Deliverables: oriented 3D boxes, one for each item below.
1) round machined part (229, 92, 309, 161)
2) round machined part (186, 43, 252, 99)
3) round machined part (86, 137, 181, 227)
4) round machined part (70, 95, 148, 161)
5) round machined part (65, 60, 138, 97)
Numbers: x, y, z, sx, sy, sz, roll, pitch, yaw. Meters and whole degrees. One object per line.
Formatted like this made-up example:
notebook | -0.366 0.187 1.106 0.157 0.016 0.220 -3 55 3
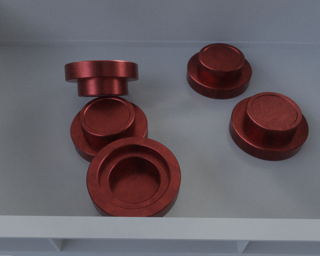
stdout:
round machined part | 0.143 -0.009 0.403 0.099 0.042 0.098 0 50 0
round machined part | 0.091 -0.093 0.472 0.099 0.042 0.098 0 50 0
round machined part | -0.028 0.061 0.340 0.099 0.042 0.098 1 53 -1
round machined part | -0.065 -0.004 0.397 0.099 0.042 0.098 0 50 0
round machined part | -0.079 -0.065 0.425 0.099 0.098 0.042 -2 94 -2
